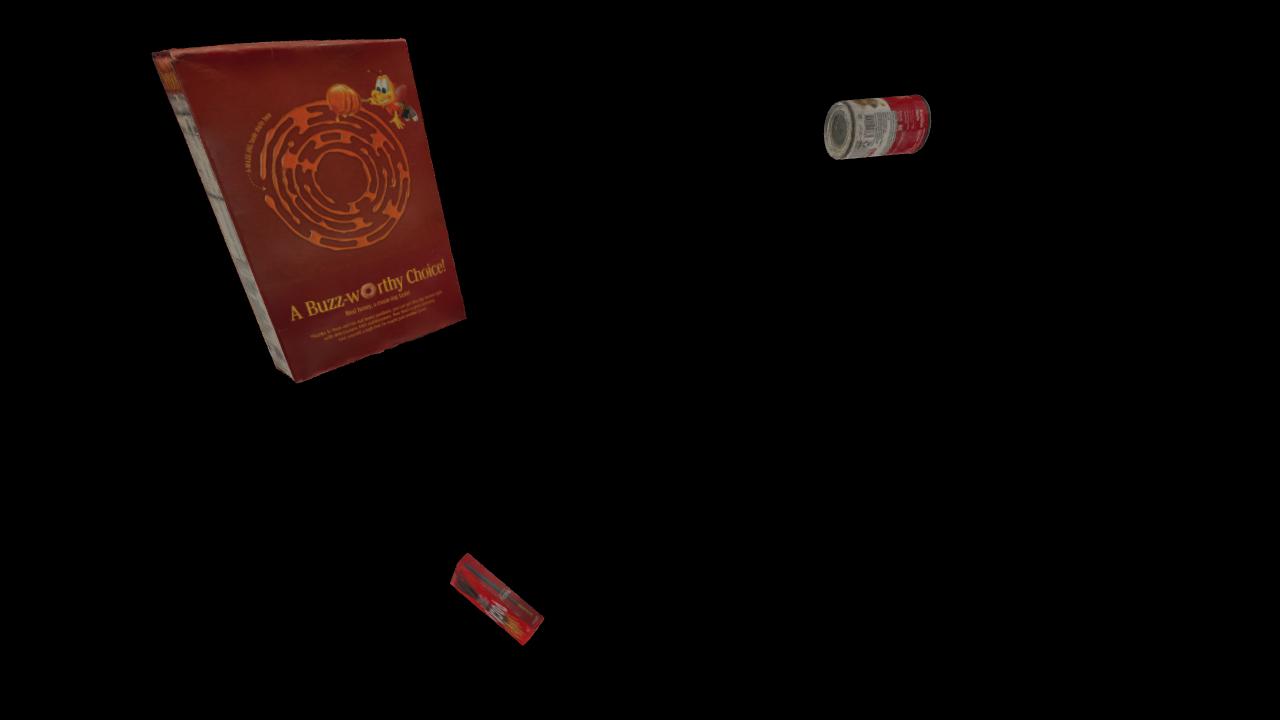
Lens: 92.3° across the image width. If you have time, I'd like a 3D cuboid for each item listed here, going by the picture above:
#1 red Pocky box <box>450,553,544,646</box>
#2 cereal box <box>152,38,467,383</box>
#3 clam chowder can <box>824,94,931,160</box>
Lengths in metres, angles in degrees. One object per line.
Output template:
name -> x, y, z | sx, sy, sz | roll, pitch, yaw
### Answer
red Pocky box -> -0.220, 0.366, 0.939 | 0.155, 0.083, 0.028 | 37, 45, 8
cereal box -> -0.309, -0.154, 0.627 | 0.081, 0.306, 0.203 | 20, 37, 40
clam chowder can -> 0.281, -0.277, 0.735 | 0.102, 0.068, 0.068 | -9, 2, -11
